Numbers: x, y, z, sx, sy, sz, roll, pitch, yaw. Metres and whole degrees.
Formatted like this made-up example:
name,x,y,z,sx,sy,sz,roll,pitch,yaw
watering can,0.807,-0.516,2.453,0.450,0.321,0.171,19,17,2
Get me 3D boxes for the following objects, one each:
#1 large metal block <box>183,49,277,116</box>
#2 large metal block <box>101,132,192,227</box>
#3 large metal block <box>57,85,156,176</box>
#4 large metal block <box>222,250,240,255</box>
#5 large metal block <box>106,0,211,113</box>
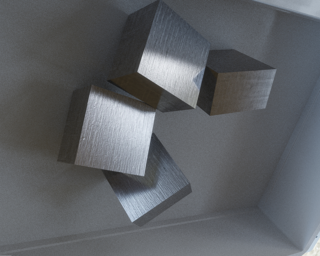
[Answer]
name,x,y,z,sx,sy,sz,roll,pitch,yaw
large metal block,0.077,-0.059,0.378,0.081,0.080,0.050,-8,122,-24
large metal block,-0.016,0.067,0.396,0.080,0.080,0.050,-33,156,-7
large metal block,-0.057,0.006,0.342,0.081,0.050,0.080,17,78,-35
large metal block,0.140,0.324,0.672,0.081,0.050,0.079,-9,123,-24
large metal block,0.002,-0.070,0.326,0.080,0.050,0.080,28,69,-38
